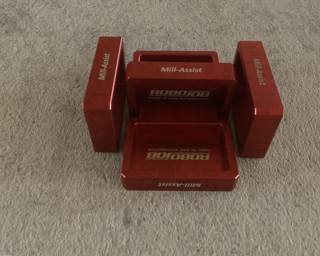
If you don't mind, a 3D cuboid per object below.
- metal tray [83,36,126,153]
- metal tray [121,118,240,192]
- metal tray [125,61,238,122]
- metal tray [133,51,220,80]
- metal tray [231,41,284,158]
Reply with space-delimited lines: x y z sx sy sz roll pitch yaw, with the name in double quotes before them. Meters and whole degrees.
"metal tray" -0.066 -0.044 0.399 0.030 0.090 0.130 1 51 1
"metal tray" 0.023 0.030 0.378 0.131 0.030 0.090 1 49 0
"metal tray" 0.025 -0.041 0.398 0.131 0.090 0.030 1 52 1
"metal tray" 0.024 -0.076 0.465 0.131 0.030 0.090 0 53 0
"metal tray" 0.116 -0.038 0.395 0.030 0.090 0.130 1 50 1
